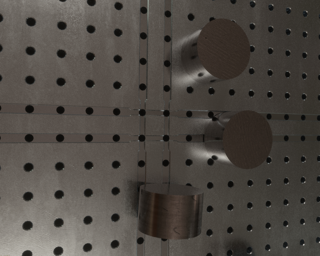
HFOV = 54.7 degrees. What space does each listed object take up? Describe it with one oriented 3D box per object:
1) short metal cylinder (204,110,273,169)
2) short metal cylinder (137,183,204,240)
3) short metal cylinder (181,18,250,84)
[{"bbox_3d":[0.111,0.016,0.442,0.081,0.050,0.079,0,90,-21],"label":"short metal cylinder"},{"bbox_3d":[0.013,0.101,0.390,0.081,0.080,0.050,4,89,-20],"label":"short metal cylinder"},{"bbox_3d":[0.076,-0.104,0.429,0.081,0.050,0.079,0,90,-21],"label":"short metal cylinder"}]
